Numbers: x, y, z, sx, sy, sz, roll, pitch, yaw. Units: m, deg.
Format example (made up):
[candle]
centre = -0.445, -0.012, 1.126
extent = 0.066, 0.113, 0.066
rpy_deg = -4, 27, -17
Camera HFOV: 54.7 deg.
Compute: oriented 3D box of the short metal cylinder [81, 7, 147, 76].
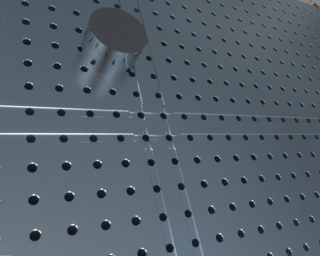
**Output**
[short metal cylinder]
centre = -0.065, -0.120, 0.432
extent = 0.081, 0.050, 0.080
rpy_deg = 14, 56, -21
